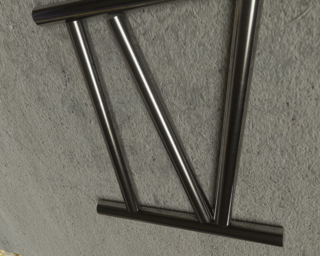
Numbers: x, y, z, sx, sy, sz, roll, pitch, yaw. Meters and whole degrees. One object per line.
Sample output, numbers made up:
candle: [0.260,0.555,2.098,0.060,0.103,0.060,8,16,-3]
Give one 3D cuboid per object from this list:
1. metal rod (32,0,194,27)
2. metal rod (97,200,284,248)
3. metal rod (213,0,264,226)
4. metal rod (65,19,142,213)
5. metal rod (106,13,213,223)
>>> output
metal rod: [-0.021,-0.140,0.331,0.301,0.025,0.025,1,119,27]
metal rod: [0.030,0.143,0.478,0.301,0.025,0.025,1,119,27]
metal rod: [0.086,0.002,0.362,0.025,0.025,0.298,12,124,21]
metal rod: [-0.073,-0.001,0.443,0.025,0.025,0.298,1,119,27]
metal rod: [0.008,0.001,0.403,0.025,0.025,0.299,-12,113,33]
